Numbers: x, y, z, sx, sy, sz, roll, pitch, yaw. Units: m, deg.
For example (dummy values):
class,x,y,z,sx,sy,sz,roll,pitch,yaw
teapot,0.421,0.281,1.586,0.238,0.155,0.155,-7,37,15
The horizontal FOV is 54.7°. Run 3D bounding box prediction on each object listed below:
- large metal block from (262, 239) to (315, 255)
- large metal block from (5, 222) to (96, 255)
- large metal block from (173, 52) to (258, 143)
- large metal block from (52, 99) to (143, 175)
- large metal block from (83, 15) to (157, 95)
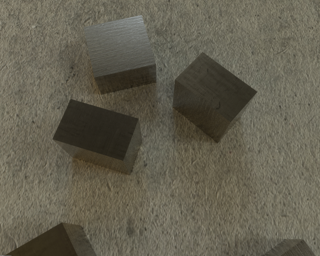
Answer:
class,x,y,z,sx,sy,sz,roll,pitch,yaw
large metal block,0.138,0.177,0.331,0.080,0.050,0.080,-30,73,-11
large metal block,-0.117,0.145,0.325,0.080,0.080,0.050,-29,73,-10
large metal block,0.064,-0.035,0.392,0.080,0.080,0.050,40,75,13
large metal block,-0.069,0.014,0.373,0.080,0.080,0.050,16,71,6
large metal block,-0.054,-0.101,0.431,0.081,0.050,0.080,-14,71,-5
